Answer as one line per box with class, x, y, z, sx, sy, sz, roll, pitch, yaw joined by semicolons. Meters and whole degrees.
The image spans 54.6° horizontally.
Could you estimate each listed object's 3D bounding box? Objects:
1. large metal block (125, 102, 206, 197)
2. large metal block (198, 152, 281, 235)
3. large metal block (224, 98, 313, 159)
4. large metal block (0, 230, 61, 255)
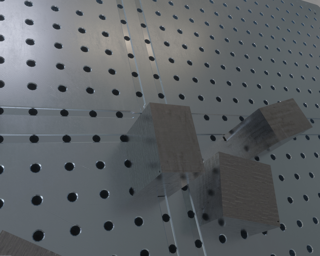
large metal block;0.001;0.028;0.356;0.050;0.080;0.080;4;60;-26
large metal block;0.097;0.084;0.392;0.080;0.050;0.080;15;56;-20
large metal block;0.156;0.005;0.453;0.081;0.080;0.050;-16;70;-34
large metal block;-0.112;0.141;0.246;0.080;0.050;0.080;29;52;-10
